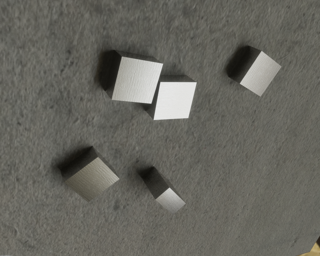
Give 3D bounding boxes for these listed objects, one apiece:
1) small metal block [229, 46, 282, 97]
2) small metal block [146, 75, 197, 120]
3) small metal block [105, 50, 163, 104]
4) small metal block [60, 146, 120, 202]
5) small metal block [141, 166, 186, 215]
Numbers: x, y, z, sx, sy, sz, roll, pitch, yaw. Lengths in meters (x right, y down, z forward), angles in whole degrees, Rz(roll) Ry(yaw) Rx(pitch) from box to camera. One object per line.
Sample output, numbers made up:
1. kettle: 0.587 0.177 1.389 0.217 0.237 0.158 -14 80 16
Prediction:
1. small metal block: 0.133 -0.079 0.433 0.050 0.025 0.050 22 107 -37
2. small metal block: 0.013 -0.039 0.392 0.050 0.025 0.050 -4 120 -27
3. small metal block: -0.030 -0.058 0.356 0.050 0.025 0.050 3 117 -30
4. small metal block: -0.089 0.060 0.396 0.050 0.025 0.050 -37 130 -4
5. small metal block: 0.005 0.091 0.452 0.025 0.050 0.050 -41 130 -1
